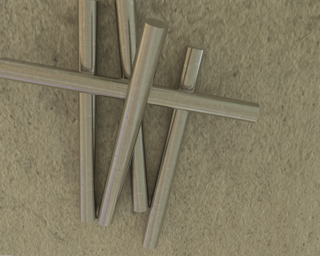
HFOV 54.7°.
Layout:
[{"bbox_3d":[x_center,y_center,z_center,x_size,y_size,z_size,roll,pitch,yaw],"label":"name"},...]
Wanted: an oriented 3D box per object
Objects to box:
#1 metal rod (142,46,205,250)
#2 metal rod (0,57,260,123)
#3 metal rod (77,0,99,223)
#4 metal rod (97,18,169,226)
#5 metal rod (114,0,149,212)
[{"bbox_3d":[0.013,0.040,0.424,0.025,0.025,0.298,10,110,-4],"label":"metal rod"},{"bbox_3d":[-0.032,-0.044,0.365,0.302,0.025,0.025,10,110,-4],"label":"metal rod"},{"bbox_3d":[-0.094,-0.007,0.405,0.025,0.025,0.298,4,110,-2],"label":"metal rod"},{"bbox_3d":[-0.042,0.018,0.376,0.025,0.025,0.298,14,124,-6],"label":"metal rod"},{"bbox_3d":[-0.034,-0.024,0.400,0.025,0.025,0.298,-2,110,0],"label":"metal rod"}]
